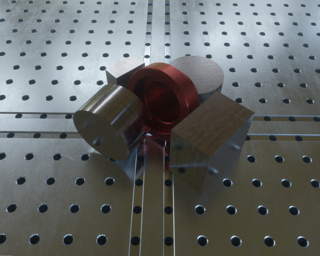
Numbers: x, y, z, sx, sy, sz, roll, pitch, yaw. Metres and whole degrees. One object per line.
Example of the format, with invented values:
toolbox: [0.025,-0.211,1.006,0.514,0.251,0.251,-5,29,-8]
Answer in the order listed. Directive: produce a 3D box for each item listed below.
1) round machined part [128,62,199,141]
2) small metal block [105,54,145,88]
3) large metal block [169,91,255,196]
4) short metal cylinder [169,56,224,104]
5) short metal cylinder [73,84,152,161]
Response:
round machined part: [0.009,-0.036,0.391,0.098,0.097,0.042,34,45,24]
small metal block: [-0.048,-0.071,0.450,0.050,0.050,0.025,-35,59,-26]
large metal block: [0.057,0.018,0.358,0.050,0.080,0.080,36,58,26]
short metal cylinder: [0.047,-0.058,0.440,0.081,0.050,0.080,0,50,0]
short metal cylinder: [-0.057,-0.006,0.376,0.080,0.080,0.050,25,54,19]
